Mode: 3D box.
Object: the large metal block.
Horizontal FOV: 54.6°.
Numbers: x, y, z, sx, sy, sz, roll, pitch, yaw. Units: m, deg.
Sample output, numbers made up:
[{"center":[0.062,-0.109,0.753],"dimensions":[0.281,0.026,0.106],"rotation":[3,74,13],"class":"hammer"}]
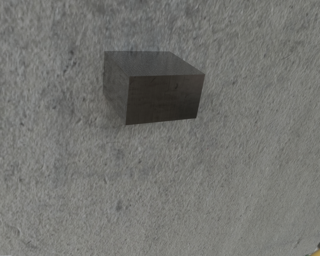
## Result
[{"center":[-0.011,-0.047,0.336],"dimensions":[0.081,0.080,0.050],"rotation":[-6,121,-25],"class":"large metal block"}]
